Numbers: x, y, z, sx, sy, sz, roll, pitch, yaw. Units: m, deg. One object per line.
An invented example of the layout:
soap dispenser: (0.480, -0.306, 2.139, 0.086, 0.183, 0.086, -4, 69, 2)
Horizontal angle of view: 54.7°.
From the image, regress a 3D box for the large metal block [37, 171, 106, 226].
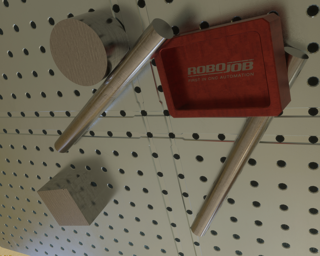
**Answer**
large metal block: (-0.159, 0.128, 0.558, 0.080, 0.050, 0.080, -12, 112, 33)

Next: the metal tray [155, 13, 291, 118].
metal tray: (0.059, -0.058, 0.321, 0.130, 0.030, 0.089, 0, 114, 39)

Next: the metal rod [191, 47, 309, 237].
metal rod: (0.095, 0.042, 0.386, 0.025, 0.025, 0.298, 26, 128, 12)

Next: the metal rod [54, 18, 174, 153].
metal rod: (-0.080, -0.034, 0.410, 0.025, 0.025, 0.299, 47, 136, -5)

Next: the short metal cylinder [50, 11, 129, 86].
short metal cylinder: (-0.085, -0.098, 0.380, 0.080, 0.050, 0.079, 13, 124, 21)
